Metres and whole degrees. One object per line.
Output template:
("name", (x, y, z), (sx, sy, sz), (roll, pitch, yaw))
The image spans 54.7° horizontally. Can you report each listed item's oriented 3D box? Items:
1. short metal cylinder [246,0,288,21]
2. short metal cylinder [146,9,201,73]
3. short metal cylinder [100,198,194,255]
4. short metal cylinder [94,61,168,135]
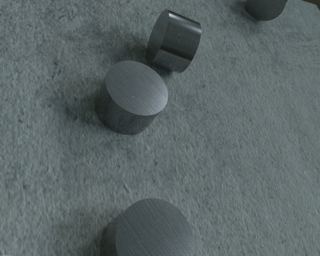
("short metal cylinder", (0.234, -0.280, 0.669), (0.080, 0.080, 0.050), (37, 51, -4))
("short metal cylinder", (0.018, -0.127, 0.458), (0.050, 0.080, 0.080), (16, 55, -20))
("short metal cylinder", (-0.014, 0.117, 0.310), (0.081, 0.050, 0.080), (14, 56, -21))
("short metal cylinder", (-0.037, -0.038, 0.392), (0.081, 0.050, 0.080), (14, 56, -21))
